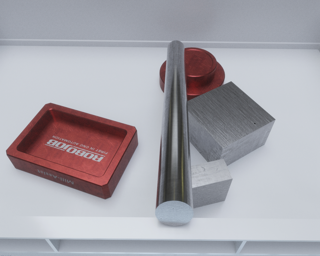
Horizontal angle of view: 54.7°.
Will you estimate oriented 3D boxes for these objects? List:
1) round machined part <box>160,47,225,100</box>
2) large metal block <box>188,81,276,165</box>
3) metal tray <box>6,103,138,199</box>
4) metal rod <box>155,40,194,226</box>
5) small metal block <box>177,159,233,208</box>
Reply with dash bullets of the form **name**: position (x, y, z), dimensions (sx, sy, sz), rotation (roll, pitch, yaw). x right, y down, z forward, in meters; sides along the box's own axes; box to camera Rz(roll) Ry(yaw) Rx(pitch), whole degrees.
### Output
- **round machined part**: position (0.049, -0.084, 0.466), dimensions (0.099, 0.042, 0.098), rotation (0, 50, 0)
- **large metal block**: position (0.082, -0.004, 0.393), dimensions (0.081, 0.050, 0.080), rotation (-26, 55, -20)
- **metal tray**: position (-0.103, 0.024, 0.380), dimensions (0.131, 0.030, 0.090), rotation (16, 52, 12)
- **metal rod**: position (0.016, -0.029, 0.326), dimensions (0.025, 0.025, 0.300), rotation (2, 35, 2)
- **small metal block**: position (0.046, 0.063, 0.337), dimensions (0.050, 0.050, 0.025), rotation (-11, 51, -10)
